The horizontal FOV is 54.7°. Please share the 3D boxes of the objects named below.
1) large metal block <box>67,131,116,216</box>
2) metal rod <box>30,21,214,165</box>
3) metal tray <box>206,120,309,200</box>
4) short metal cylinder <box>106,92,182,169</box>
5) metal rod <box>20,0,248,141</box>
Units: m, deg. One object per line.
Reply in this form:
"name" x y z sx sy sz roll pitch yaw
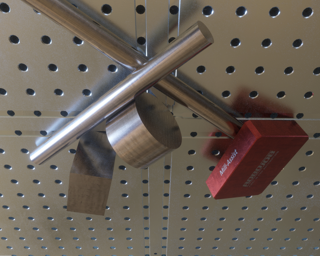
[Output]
"large metal block" -0.092 0.061 0.426 0.050 0.080 0.079 10 129 -9
"metal rod" -0.066 -0.024 0.366 0.299 0.025 0.025 -31 124 32
"metal tray" 0.131 0.047 0.431 0.091 0.030 0.129 1 133 -26
"short metal cylinder" -0.019 0.003 0.378 0.050 0.080 0.080 -35 122 26
"metal rod" -0.009 -0.063 0.357 0.301 0.025 0.025 31 124 -24
